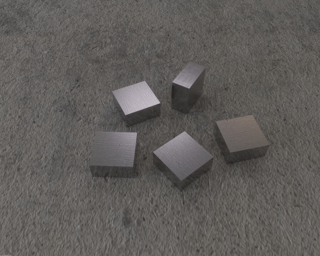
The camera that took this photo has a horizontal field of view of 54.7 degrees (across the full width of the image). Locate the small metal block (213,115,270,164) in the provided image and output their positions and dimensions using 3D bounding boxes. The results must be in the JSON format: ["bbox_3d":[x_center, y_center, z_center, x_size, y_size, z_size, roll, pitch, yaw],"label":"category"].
[{"bbox_3d":[0.101,0.014,0.392,0.050,0.025,0.050,-10,51,-9],"label":"small metal block"}]

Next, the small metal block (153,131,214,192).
[{"bbox_3d":[0.027,0.039,0.371,0.050,0.025,0.050,-32,57,-24],"label":"small metal block"}]

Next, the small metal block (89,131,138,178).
[{"bbox_3d":[-0.054,0.032,0.376,0.050,0.025,0.050,2,50,1],"label":"small metal block"}]

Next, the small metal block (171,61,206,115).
[{"bbox_3d":[0.039,-0.056,0.434,0.025,0.050,0.050,24,54,19],"label":"small metal block"}]

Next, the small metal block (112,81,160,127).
[{"bbox_3d":[-0.033,-0.034,0.432,0.050,0.025,0.050,-21,53,-17],"label":"small metal block"}]
